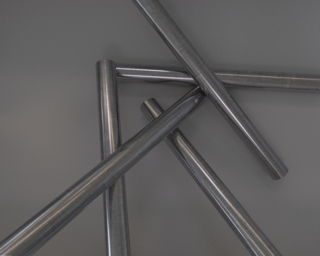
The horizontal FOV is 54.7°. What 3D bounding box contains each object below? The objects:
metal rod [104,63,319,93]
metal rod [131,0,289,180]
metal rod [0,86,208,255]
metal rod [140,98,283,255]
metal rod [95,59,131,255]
[{"bbox_3d":[0.072,-0.066,0.411,0.302,0.025,0.025,3,90,0],"label":"metal rod"},{"bbox_3d":[0.065,-0.052,0.388,0.025,0.025,0.300,-40,100,0],"label":"metal rod"},{"bbox_3d":[-0.039,0.033,0.321,0.025,0.025,0.302,50,54,0],"label":"metal rod"},{"bbox_3d":[0.068,0.077,0.352,0.025,0.025,0.300,-38,66,0],"label":"metal rod"},{"bbox_3d":[-0.050,0.061,0.335,0.025,0.025,0.299,-7,70,0],"label":"metal rod"}]
